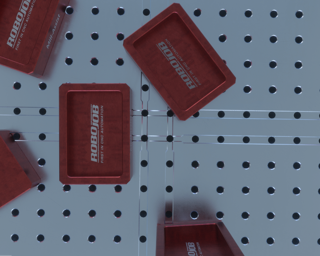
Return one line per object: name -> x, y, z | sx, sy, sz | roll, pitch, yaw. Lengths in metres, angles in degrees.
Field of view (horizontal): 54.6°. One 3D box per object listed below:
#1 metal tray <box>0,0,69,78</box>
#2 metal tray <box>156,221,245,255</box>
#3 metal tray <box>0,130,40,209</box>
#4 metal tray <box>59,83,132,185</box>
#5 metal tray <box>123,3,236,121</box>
metal tray -> -0.184, -0.143, 0.409 | 0.090, 0.030, 0.129 | 20, 90, 0
metal tray -> 0.041, 0.145, 0.361 | 0.090, 0.130, 0.030 | -3, 90, 0
metal tray -> -0.240, 0.072, 0.409 | 0.130, 0.030, 0.090 | -33, 90, 0
metal tray -> -0.084, 0.008, 0.410 | 0.090, 0.030, 0.129 | 0, 90, 0
metal tray -> 0.025, -0.085, 0.410 | 0.090, 0.030, 0.130 | -37, 90, 0
